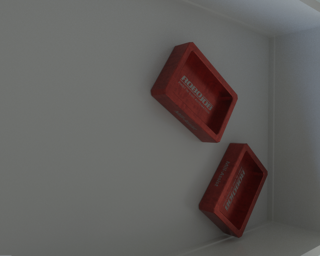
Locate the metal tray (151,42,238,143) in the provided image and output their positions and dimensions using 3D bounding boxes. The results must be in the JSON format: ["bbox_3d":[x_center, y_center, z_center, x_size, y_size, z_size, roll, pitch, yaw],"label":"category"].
[{"bbox_3d":[0.056,-0.048,0.451,0.130,0.030,0.090,41,65,-33],"label":"metal tray"}]

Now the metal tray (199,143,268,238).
[{"bbox_3d":[0.125,0.100,0.511,0.090,0.030,0.130,48,62,-30],"label":"metal tray"}]
